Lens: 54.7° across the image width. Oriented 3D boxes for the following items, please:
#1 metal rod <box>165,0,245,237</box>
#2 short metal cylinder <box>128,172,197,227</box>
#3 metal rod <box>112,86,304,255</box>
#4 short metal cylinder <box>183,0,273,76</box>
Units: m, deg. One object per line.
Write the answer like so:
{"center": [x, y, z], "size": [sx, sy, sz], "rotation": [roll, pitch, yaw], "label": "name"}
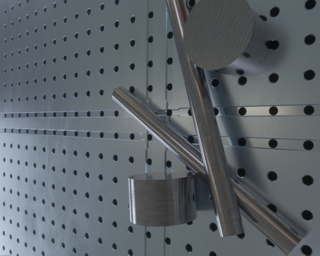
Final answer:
{"center": [0.045, -0.034, 0.353], "size": [0.025, 0.025, 0.299], "rotation": [-24, 69, 37], "label": "metal rod"}
{"center": [0.003, 0.082, 0.371], "size": [0.080, 0.081, 0.050], "rotation": [-5, 87, 40], "label": "short metal cylinder"}
{"center": [0.036, 0.032, 0.379], "size": [0.300, 0.025, 0.025], "rotation": [41, 115, 32], "label": "metal rod"}
{"center": [0.072, -0.099, 0.333], "size": [0.080, 0.050, 0.080], "rotation": [0, 90, 40], "label": "short metal cylinder"}
